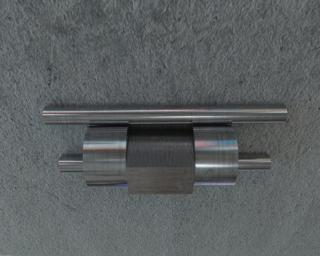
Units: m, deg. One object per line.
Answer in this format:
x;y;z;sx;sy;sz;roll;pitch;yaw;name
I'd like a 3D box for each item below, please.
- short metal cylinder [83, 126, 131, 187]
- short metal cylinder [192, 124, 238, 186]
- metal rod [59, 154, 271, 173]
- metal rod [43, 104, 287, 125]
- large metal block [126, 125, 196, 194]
-0.065;0.036;0.402;0.050;0.080;0.079;-1;130;0;short metal cylinder
0.067;0.035;0.402;0.050;0.080;0.079;-1;130;0;short metal cylinder
0.007;0.051;0.453;0.302;0.025;0.025;0;130;0;metal rod
0.007;-0.017;0.394;0.302;0.025;0.025;0;130;0;metal rod
0.001;0.038;0.402;0.081;0.080;0.050;0;130;0;large metal block
